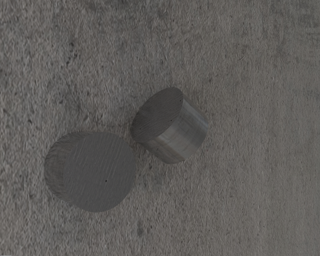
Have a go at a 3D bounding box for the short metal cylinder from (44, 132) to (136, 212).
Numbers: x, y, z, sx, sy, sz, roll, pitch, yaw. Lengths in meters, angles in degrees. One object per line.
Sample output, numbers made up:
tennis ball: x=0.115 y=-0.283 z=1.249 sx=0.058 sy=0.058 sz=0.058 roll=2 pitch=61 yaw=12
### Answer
short metal cylinder: x=-0.073 y=0.043 z=0.327 sx=0.081 sy=0.050 sz=0.080 roll=0 pitch=90 yaw=-40

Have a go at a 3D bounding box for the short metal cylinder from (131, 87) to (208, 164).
short metal cylinder: x=0.011 y=-0.003 z=0.378 sx=0.050 sy=0.080 sz=0.080 roll=41 pitch=65 yaw=-33
